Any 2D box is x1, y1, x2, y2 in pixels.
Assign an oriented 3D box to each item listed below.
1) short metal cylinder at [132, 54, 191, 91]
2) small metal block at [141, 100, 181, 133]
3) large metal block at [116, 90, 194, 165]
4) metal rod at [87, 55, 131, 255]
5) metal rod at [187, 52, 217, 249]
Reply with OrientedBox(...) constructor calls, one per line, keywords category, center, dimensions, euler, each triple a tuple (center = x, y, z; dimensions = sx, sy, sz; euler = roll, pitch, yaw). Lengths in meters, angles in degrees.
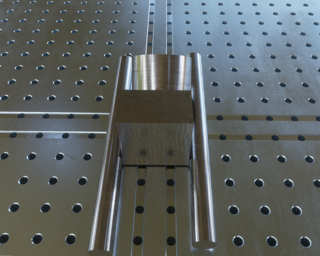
OrientedBox(category="short metal cylinder", center=(0.002, -0.070, 0.422), dimensions=(0.081, 0.050, 0.080), euler=(1, 6, 0))
OrientedBox(category="small metal block", center=(0.001, -0.017, 0.405), dimensions=(0.050, 0.050, 0.025), euler=(1, 50, 0))
OrientedBox(category="large metal block", center=(-0.005, 0.001, 0.368), dimensions=(0.081, 0.080, 0.050), euler=(1, 50, 0))
OrientedBox(category="metal rod", center=(-0.057, 0.008, 0.400), dimensions=(0.025, 0.025, 0.300), euler=(1, 50, 0))
OrientedBox(category="metal rod", center=(0.050, 0.002, 0.406), dimensions=(0.025, 0.025, 0.300), euler=(2, 50, 1))
